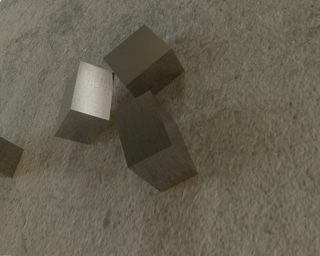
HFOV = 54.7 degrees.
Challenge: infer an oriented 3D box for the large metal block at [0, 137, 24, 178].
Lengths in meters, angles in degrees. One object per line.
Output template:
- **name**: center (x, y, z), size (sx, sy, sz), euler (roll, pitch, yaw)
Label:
- **large metal block**: center (-0.283, 0.041, 0.489), size (0.080, 0.080, 0.050), euler (-3, 61, 26)

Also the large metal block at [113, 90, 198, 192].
- **large metal block**: center (-0.005, 0.017, 0.359), size (0.050, 0.080, 0.080), euler (-28, 52, 10)

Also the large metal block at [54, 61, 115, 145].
- **large metal block**: center (-0.107, -0.033, 0.439), size (0.080, 0.050, 0.080), euler (-41, 40, 48)

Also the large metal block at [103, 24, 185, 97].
- **large metal block**: center (-0.025, -0.094, 0.457), size (0.080, 0.050, 0.080), euler (-39, 51, 1)
